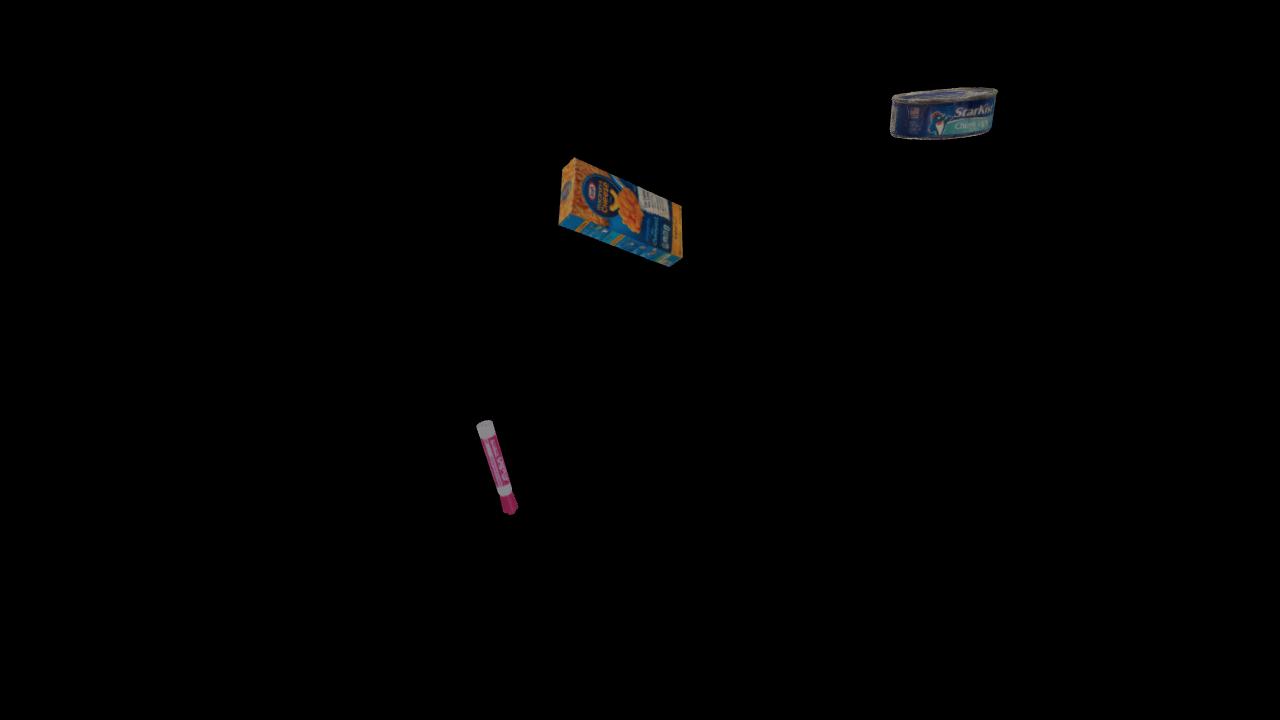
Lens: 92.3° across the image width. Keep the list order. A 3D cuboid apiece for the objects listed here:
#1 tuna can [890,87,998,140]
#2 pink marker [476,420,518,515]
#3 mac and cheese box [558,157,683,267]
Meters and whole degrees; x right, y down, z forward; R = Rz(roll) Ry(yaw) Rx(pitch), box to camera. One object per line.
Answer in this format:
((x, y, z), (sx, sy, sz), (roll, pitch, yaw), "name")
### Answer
((0.265, -0.218, 0.543), (0.084, 0.034, 0.084), (-5, 26, 2), "tuna can")
((-0.165, 0.128, 0.718), (0.020, 0.121, 0.020), (-11, 19, 4), "pink marker")
((-0.023, -0.203, 0.862), (0.184, 0.093, 0.041), (15, -24, -32), "mac and cheese box")
